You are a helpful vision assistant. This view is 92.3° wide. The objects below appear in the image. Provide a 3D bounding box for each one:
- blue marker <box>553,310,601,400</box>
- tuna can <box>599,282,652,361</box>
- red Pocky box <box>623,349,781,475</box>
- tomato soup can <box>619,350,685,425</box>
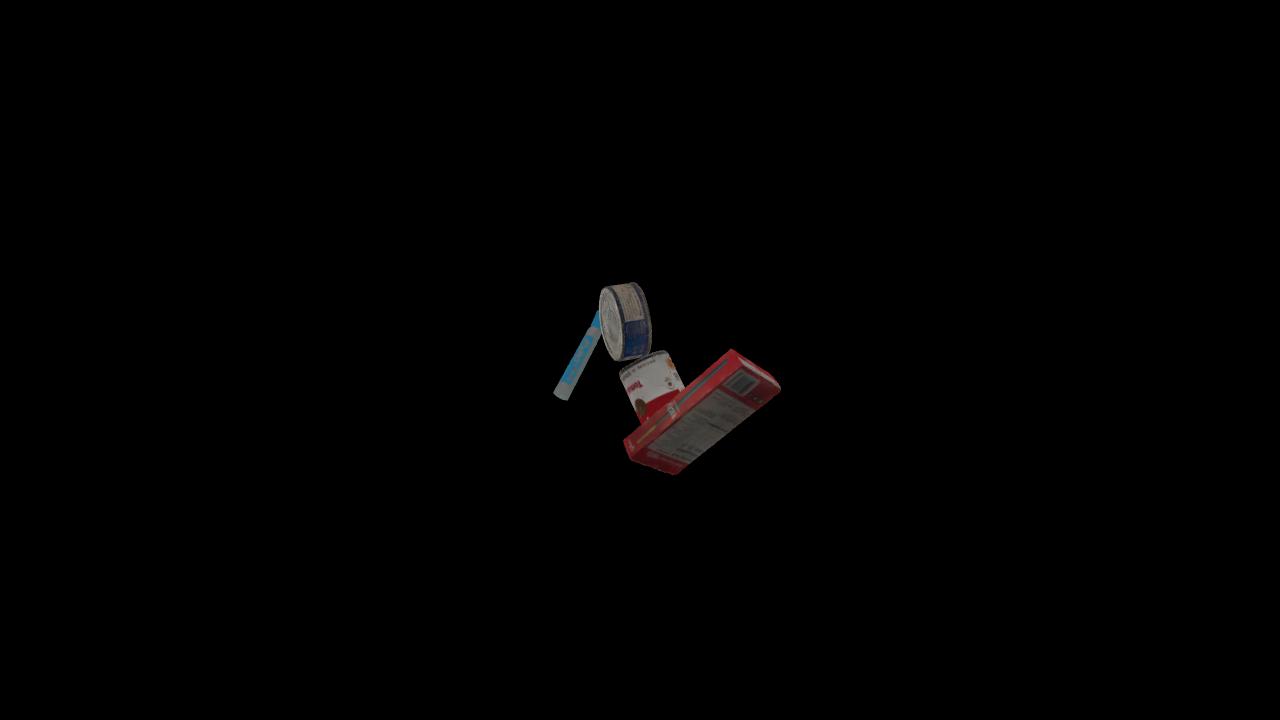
[{"bbox_3d":[-0.065,-0.009,0.718,0.020,0.121,0.020,22,-22,10],"label":"blue marker"},{"bbox_3d":[-0.018,-0.041,0.669,0.034,0.084,0.084,-11,3,-18],"label":"tuna can"},{"bbox_3d":[0.063,0.057,0.633,0.155,0.028,0.083,-42,-41,18],"label":"red Pocky box"},{"bbox_3d":[0.024,0.047,0.733,0.068,0.101,0.068,-24,-12,-5],"label":"tomato soup can"}]
